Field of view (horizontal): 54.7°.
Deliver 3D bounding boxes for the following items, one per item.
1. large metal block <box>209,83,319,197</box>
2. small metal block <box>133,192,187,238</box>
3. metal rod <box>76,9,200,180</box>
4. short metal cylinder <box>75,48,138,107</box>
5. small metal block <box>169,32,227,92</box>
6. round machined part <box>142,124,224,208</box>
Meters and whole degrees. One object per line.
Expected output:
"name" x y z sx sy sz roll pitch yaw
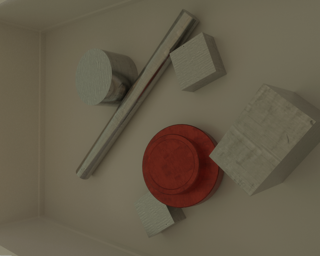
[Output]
"large metal block" 0.105 0.010 0.284 0.050 0.081 0.080 47 118 29
"small metal block" -0.001 0.108 0.406 0.050 0.025 0.050 -41 65 32
"metal rod" -0.044 -0.031 0.440 0.298 0.025 0.025 -52 60 27
"short metal cylinder" -0.078 -0.071 0.453 0.080 0.050 0.079 0 90 39
"small metal block" 0.045 -0.077 0.369 0.050 0.025 0.050 -26 74 36
"round machined part" 0.021 0.043 0.361 0.098 0.042 0.098 -5 78 26
